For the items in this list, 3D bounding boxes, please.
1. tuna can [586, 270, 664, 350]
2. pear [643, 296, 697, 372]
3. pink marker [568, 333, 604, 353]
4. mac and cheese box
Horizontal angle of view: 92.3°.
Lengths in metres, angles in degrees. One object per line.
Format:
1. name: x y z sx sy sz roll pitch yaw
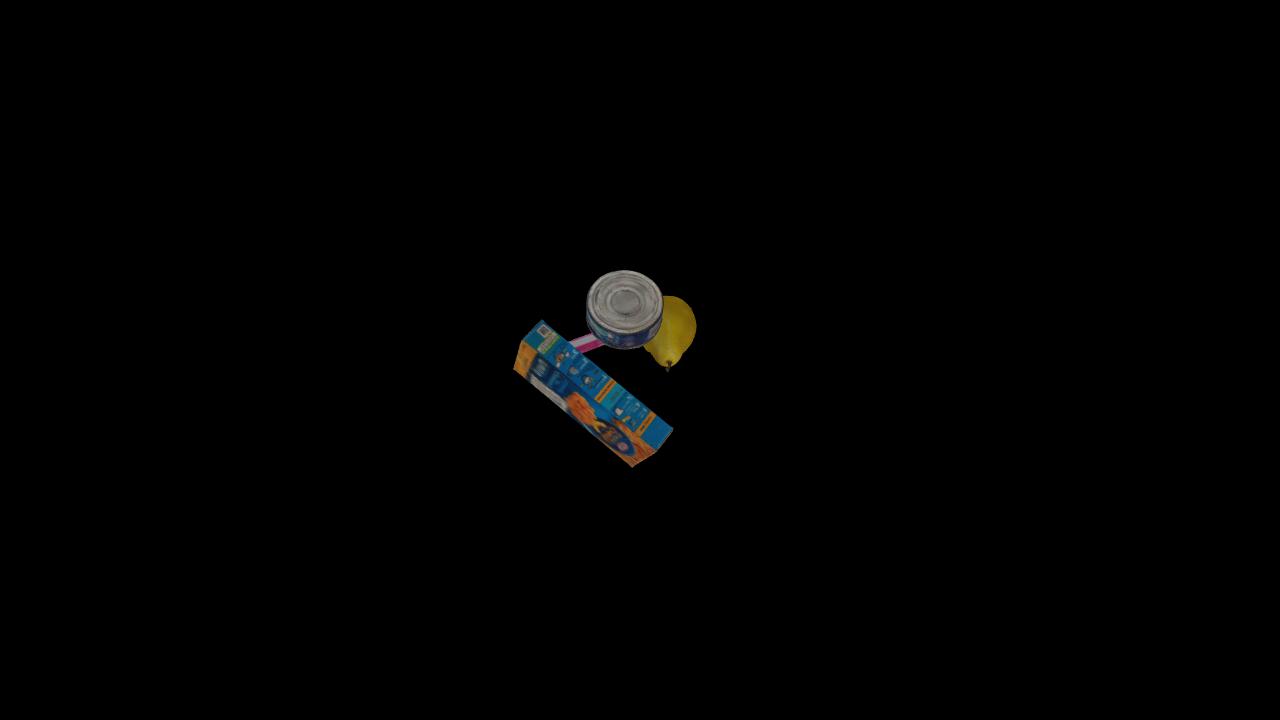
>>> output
1. tuna can: -0.016 -0.055 0.663 0.084 0.084 0.034 0 -27 -4
2. pear: 0.036 -0.023 0.761 0.080 0.111 0.080 -3 -33 -2
3. pink marker: -0.035 -0.029 0.703 0.121 0.020 0.020 -21 4 -11
4. mac and cheese box: -0.056 0.042 0.687 0.184 0.041 0.093 40 -28 0
